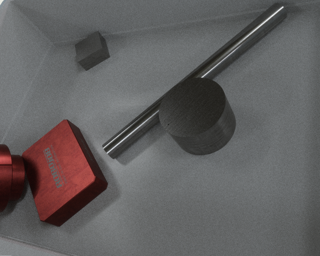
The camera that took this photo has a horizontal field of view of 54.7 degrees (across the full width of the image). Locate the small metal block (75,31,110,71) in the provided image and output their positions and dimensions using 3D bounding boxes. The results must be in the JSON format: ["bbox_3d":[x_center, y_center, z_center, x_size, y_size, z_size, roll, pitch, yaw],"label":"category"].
[{"bbox_3d":[-0.121,-0.137,0.551,0.050,0.025,0.050,-27,52,10],"label":"small metal block"}]

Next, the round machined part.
[{"bbox_3d":[-0.229,0.072,0.450,0.098,0.042,0.097,-8,80,48],"label":"round machined part"}]

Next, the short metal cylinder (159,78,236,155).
[{"bbox_3d":[0.046,-0.014,0.373,0.080,0.050,0.080,-13,56,20],"label":"short metal cylinder"}]

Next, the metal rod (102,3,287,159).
[{"bbox_3d":[0.046,-0.063,0.418,0.300,0.025,0.025,-39,51,1],"label":"metal rod"}]

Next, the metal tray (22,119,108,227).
[{"bbox_3d":[-0.139,0.059,0.437,0.090,0.030,0.130,-39,51,1],"label":"metal tray"}]
